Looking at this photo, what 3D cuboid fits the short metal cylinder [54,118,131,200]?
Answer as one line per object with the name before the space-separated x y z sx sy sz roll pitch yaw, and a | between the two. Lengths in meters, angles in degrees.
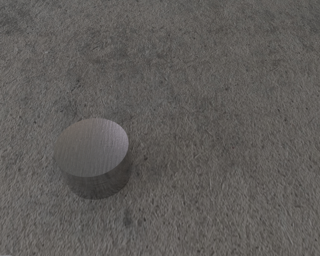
short metal cylinder | -0.075 0.035 0.358 0.080 0.050 0.080 0 50 0
